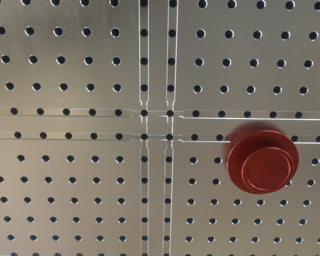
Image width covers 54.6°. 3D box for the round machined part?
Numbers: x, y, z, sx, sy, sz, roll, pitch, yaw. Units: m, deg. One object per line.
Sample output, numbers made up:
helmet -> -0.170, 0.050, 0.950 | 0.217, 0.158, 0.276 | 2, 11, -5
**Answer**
round machined part -> 0.141, 0.049, 0.423 | 0.099, 0.042, 0.097 | 0, 110, 0
